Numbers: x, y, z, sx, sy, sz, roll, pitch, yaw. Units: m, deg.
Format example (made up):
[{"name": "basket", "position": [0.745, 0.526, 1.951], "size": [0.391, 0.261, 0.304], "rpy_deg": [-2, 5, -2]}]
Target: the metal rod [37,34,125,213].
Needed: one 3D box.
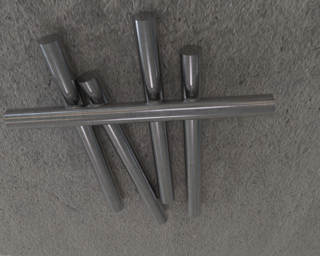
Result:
[{"name": "metal rod", "position": [-0.094, 0.019, 0.421], "size": [0.025, 0.025, 0.298], "rpy_deg": [-7, 130, 5]}]

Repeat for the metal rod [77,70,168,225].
[{"name": "metal rod", "position": [-0.041, 0.050, 0.448], "size": [0.025, 0.025, 0.299], "rpy_deg": [-13, 129, 11]}]

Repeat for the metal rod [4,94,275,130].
[{"name": "metal rod", "position": [-0.024, -0.018, 0.356], "size": [0.302, 0.025, 0.025], "rpy_deg": [-3, 130, 2]}]

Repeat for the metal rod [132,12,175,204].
[{"name": "metal rod", "position": [-0.002, 0.001, 0.407], "size": [0.025, 0.025, 0.298], "rpy_deg": [-4, 130, 3]}]

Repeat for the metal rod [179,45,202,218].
[{"name": "metal rod", "position": [0.046, 0.029, 0.431], "size": [0.025, 0.025, 0.298], "rpy_deg": [-4, 130, 3]}]
